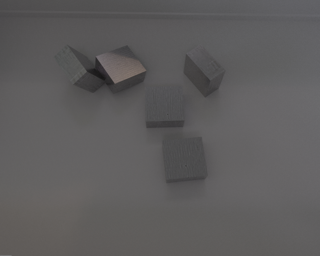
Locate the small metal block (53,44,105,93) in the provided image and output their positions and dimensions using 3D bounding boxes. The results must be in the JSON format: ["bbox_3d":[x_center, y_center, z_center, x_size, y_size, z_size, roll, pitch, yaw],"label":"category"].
[{"bbox_3d":[-0.108,-0.079,0.421,0.025,0.050,0.050,-41,74,10],"label":"small metal block"}]

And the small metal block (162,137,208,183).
[{"bbox_3d":[0.031,0.041,0.395,0.050,0.025,0.050,-5,70,-2],"label":"small metal block"}]

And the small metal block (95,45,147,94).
[{"bbox_3d":[-0.055,-0.082,0.433,0.050,0.025,0.050,-28,72,-25],"label":"small metal block"}]

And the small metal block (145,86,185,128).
[{"bbox_3d":[0.006,-0.028,0.420,0.050,0.025,0.050,-2,70,-1],"label":"small metal block"}]

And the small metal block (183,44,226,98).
[{"bbox_3d":[0.059,-0.077,0.425,0.025,0.050,0.050,-35,74,-12],"label":"small metal block"}]
